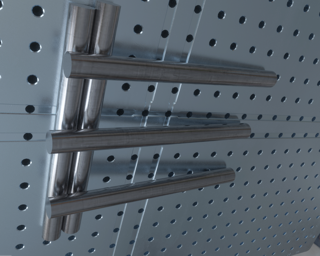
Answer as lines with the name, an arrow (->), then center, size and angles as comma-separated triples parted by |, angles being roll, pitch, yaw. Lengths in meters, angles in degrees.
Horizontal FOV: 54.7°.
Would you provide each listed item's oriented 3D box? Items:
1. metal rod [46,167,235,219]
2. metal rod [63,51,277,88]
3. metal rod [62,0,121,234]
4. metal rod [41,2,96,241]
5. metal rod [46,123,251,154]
metal rod -> -0.005, 0.086, 0.445 | 0.303, 0.025, 0.025 | -3, 120, -34
metal rod -> 0.038, -0.066, 0.374 | 0.303, 0.025, 0.025 | -3, 120, -34
metal rod -> -0.087, 0.007, 0.368 | 0.025, 0.025, 0.298 | 1, 118, -29
metal rod -> -0.111, 0.013, 0.359 | 0.025, 0.025, 0.298 | 1, 118, -29
metal rod -> 0.010, 0.009, 0.404 | 0.303, 0.025, 0.025 | -2, 120, -35
